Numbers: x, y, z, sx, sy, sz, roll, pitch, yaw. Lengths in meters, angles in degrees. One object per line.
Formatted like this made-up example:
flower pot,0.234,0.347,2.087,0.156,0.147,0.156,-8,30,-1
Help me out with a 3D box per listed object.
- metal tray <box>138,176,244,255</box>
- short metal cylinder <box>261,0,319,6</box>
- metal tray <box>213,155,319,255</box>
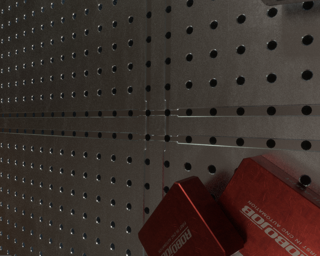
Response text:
metal tray,0.028,0.129,0.359,0.090,0.030,0.129,55,136,28
short metal cylinder,0.122,-0.153,0.272,0.050,0.081,0.079,10,96,39
metal tray,0.121,0.099,0.306,0.130,0.030,0.089,39,113,32
